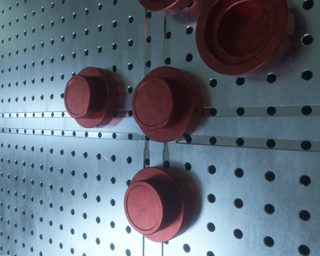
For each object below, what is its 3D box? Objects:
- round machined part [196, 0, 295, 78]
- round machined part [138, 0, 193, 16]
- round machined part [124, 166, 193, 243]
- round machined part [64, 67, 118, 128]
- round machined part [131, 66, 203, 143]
[{"bbox_3d":[0.090,-0.101,0.323,0.098,0.042,0.097,0,90,39],"label":"round machined part"},{"bbox_3d":[0.017,-0.188,0.383,0.098,0.042,0.097,0,90,39],"label":"round machined part"},{"bbox_3d":[-0.009,0.100,0.404,0.098,0.042,0.097,0,90,39],"label":"round machined part"},{"bbox_3d":[-0.115,-0.048,0.491,0.098,0.042,0.097,0,90,39],"label":"round machined part"},{"bbox_3d":[0.002,-0.030,0.395,0.098,0.042,0.097,0,90,39],"label":"round machined part"}]
